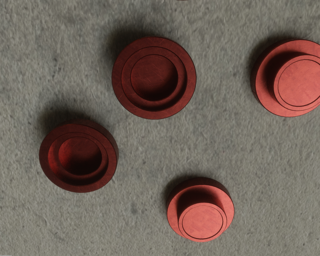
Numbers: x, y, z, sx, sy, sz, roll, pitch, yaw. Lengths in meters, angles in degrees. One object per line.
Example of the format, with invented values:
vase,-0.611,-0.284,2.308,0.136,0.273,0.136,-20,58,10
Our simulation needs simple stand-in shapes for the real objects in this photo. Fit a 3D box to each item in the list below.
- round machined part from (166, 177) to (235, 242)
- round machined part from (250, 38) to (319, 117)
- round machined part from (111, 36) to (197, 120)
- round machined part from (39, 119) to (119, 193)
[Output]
round machined part,0.059,0.124,0.447,0.099,0.042,0.097,0,110,-1
round machined part,0.166,-0.059,0.381,0.099,0.042,0.097,0,110,-1
round machined part,-0.007,-0.063,0.378,0.099,0.042,0.097,0,110,-1
round machined part,-0.104,0.033,0.412,0.099,0.042,0.097,0,110,-1
